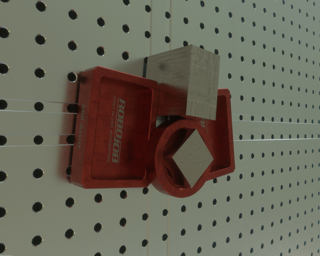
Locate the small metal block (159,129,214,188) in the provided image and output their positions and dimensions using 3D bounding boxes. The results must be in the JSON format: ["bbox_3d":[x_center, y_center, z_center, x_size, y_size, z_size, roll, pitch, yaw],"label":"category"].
[{"bbox_3d":[0.033,0.036,0.377,0.050,0.025,0.050,-47,118,-30],"label":"small metal block"}]

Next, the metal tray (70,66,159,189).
[{"bbox_3d":[-0.049,0.003,0.359,0.091,0.030,0.129,8,85,-40],"label":"metal tray"}]

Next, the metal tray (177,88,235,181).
[{"bbox_3d":[0.068,0.009,0.458,0.091,0.030,0.129,-9,96,-40],"label":"metal tray"}]

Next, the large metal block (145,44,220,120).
[{"bbox_3d":[0.025,-0.052,0.390,0.050,0.080,0.080,8,85,-40],"label":"large metal block"}]

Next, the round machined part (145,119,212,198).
[{"bbox_3d":[0.019,0.037,0.397,0.099,0.042,0.097,0,90,-40],"label":"round machined part"}]
